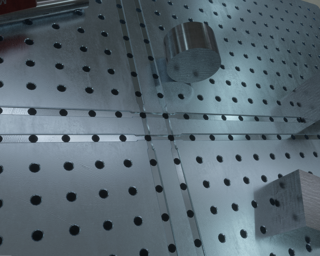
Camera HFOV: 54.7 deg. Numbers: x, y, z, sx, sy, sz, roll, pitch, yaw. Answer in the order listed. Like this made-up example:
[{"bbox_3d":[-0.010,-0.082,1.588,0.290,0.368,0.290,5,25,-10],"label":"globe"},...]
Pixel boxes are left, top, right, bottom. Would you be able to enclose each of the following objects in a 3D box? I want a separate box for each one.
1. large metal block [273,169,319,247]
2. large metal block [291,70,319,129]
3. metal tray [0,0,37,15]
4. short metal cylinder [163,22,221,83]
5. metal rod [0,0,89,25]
[{"bbox_3d":[0.212,0.114,0.436,0.080,0.050,0.080,21,54,-16],"label":"large metal block"},{"bbox_3d":[0.300,-0.052,0.566,0.050,0.080,0.080,5,60,-26],"label":"large metal block"},{"bbox_3d":[-0.223,-0.154,0.352,0.090,0.030,0.131,30,44,24],"label":"metal tray"},{"bbox_3d":[0.047,-0.112,0.466,0.081,0.080,0.050,7,59,-25],"label":"short metal cylinder"},{"bbox_3d":[-0.217,-0.132,0.371,0.302,0.025,0.025,-30,79,-38],"label":"metal rod"}]
